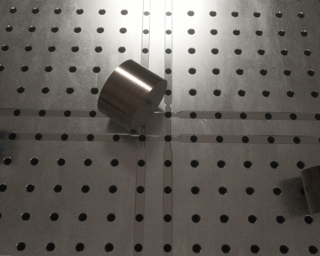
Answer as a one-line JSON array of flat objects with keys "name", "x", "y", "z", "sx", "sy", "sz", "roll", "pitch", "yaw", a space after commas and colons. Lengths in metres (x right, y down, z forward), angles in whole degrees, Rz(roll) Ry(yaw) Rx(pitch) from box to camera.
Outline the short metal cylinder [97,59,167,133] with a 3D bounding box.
[{"name": "short metal cylinder", "x": -0.034, "y": -0.040, "z": 0.397, "sx": 0.050, "sy": 0.080, "sz": 0.080, "roll": 34, "pitch": 73, "yaw": 11}]

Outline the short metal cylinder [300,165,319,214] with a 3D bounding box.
[{"name": "short metal cylinder", "x": 0.211, "y": 0.071, "z": 0.359, "sx": 0.081, "sy": 0.080, "sz": 0.050, "roll": -4, "pitch": 70, "yaw": -2}]
